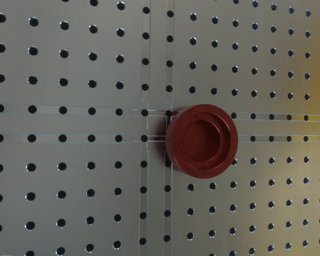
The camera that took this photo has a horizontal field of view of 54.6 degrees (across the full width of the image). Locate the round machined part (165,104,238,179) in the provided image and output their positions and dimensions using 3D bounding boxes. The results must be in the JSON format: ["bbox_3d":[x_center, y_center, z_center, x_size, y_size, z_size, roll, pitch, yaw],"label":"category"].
[{"bbox_3d":[0.053,0.017,0.423,0.099,0.042,0.097,0,90,-20],"label":"round machined part"}]
